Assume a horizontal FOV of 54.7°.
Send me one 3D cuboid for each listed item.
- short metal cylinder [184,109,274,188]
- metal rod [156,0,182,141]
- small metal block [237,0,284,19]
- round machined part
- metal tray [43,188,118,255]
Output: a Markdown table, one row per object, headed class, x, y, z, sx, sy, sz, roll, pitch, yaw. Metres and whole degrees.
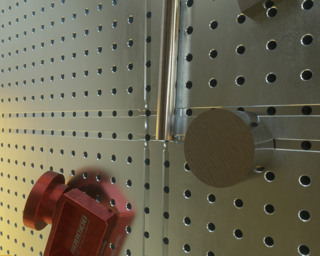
| class | x | y | z | sx | sy | sz | roll | pitch | yaw |
| --- | --- | --- | --- | --- | --- | --- | --- | --- | --- |
| short metal cylinder | 0.073 | 0.020 | 0.332 | 0.080 | 0.050 | 0.079 | 0 | 90 | 39 |
| metal rod | 0.014 | -0.134 | 0.395 | 0.025 | 0.025 | 0.298 | 5 | 93 | 39 |
| small metal block | 0.105 | -0.152 | 0.322 | 0.050 | 0.025 | 0.050 | -23 | 76 | 37 |
| round machined part | -0.182 | 0.124 | 0.520 | 0.042 | 0.098 | 0.097 | 17 | 103 | 5 |
| metal tray | -0.129 | 0.174 | 0.493 | 0.090 | 0.030 | 0.129 | 26 | 107 | 19 |
